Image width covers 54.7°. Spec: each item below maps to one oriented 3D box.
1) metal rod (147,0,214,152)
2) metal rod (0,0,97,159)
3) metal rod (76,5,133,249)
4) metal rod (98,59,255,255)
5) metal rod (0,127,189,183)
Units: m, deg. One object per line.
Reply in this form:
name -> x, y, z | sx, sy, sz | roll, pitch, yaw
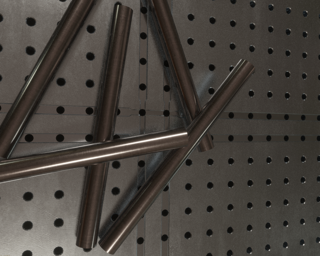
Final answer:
metal rod -> 0.017, -0.110, 0.419 | 0.025, 0.025, 0.298 | -21, 97, -19
metal rod -> -0.117, -0.104, 0.369 | 0.025, 0.025, 0.299 | 29, 80, -18
metal rod -> -0.069, -0.004, 0.387 | 0.025, 0.025, 0.298 | 10, 87, -20
metal rod -> 0.025, 0.033, 0.402 | 0.025, 0.025, 0.300 | 40, 85, -16
metal rod -> -0.114, 0.037, 0.350 | 0.302, 0.025, 0.025 | -10, 94, -13
